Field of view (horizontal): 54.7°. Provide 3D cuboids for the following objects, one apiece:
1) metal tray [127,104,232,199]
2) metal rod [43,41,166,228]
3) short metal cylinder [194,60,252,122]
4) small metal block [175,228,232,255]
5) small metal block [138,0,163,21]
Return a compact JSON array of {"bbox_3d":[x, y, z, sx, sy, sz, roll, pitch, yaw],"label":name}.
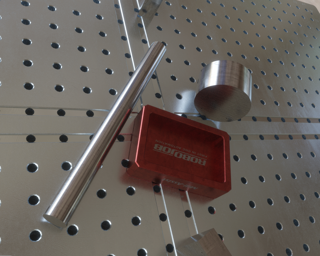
[{"bbox_3d":[0.029,0.031,0.402,0.131,0.030,0.090,18,54,-18],"label":"metal tray"},{"bbox_3d":[-0.052,-0.017,0.391,0.025,0.025,0.301,32,51,-8],"label":"metal rod"},{"bbox_3d":[0.094,-0.053,0.458,0.080,0.080,0.050,24,53,-14],"label":"short metal cylinder"},{"bbox_3d":[0.051,0.142,0.335,0.025,0.050,0.050,-25,75,-37],"label":"small metal block"},{"bbox_3d":[-0.012,-0.219,0.521,0.025,0.050,0.050,21,54,-16],"label":"small metal block"}]
